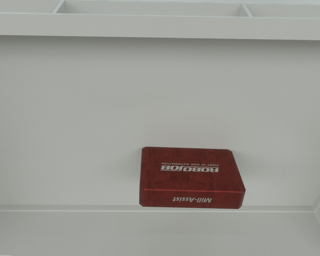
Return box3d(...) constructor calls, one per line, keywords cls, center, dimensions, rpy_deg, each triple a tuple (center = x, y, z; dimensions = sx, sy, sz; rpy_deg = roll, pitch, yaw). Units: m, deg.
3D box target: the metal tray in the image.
box3d(cls="metal tray", center=(0.039, 0.065, 0.420), dimensions=(0.131, 0.090, 0.030), rpy_deg=(2, 121, -3))
